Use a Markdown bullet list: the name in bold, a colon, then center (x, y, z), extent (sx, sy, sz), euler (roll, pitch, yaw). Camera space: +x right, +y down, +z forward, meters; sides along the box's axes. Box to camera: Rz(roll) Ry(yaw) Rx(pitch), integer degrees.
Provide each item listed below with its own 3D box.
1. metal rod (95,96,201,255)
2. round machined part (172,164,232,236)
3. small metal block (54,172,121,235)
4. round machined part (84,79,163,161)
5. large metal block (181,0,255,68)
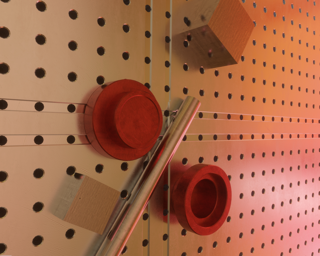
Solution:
- **metal rod**: center (-0.022, 0.081, 0.390), extent (0.025, 0.025, 0.300), euler (45, 63, -31)
- **round machined part**: center (0.056, 0.100, 0.445), extent (0.099, 0.042, 0.097), euler (0, 90, -40)
- **small metal block**: center (-0.079, 0.083, 0.343), extent (0.050, 0.025, 0.050), euler (36, 68, -34)
- **round machined part**: center (-0.035, -0.009, 0.368), extent (0.099, 0.042, 0.097), euler (0, 90, -40)
- **large metal block**: center (0.090, -0.150, 0.468), extent (0.080, 0.050, 0.080), euler (41, 65, -33)
